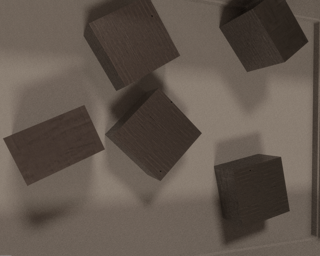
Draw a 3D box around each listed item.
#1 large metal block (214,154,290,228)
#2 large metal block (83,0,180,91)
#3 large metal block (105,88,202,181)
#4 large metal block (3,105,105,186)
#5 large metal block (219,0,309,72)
[{"bbox_3d":[0.132,0.087,0.448,0.081,0.050,0.079,-12,94,-20],"label":"large metal block"},{"bbox_3d":[-0.036,-0.102,0.385,0.080,0.050,0.080,-33,101,-17],"label":"large metal block"},{"bbox_3d":[-0.009,0.008,0.395,0.080,0.050,0.080,46,76,-15],"label":"large metal block"},{"bbox_3d":[-0.115,0.016,0.339,0.081,0.080,0.050,-26,99,-18],"label":"large metal block"},{"bbox_3d":[0.143,-0.132,0.436,0.050,0.080,0.080,-40,103,-16],"label":"large metal block"}]
